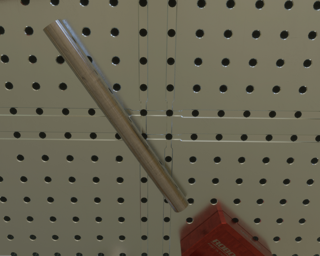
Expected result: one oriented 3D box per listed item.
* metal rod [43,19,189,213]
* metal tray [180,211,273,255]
[{"bbox_3d":[-0.048,-0.004,0.411,0.025,0.025,0.299,-31,108,10],"label":"metal rod"},{"bbox_3d":[0.107,0.201,0.485,0.130,0.030,0.090,42,105,-14],"label":"metal tray"}]
